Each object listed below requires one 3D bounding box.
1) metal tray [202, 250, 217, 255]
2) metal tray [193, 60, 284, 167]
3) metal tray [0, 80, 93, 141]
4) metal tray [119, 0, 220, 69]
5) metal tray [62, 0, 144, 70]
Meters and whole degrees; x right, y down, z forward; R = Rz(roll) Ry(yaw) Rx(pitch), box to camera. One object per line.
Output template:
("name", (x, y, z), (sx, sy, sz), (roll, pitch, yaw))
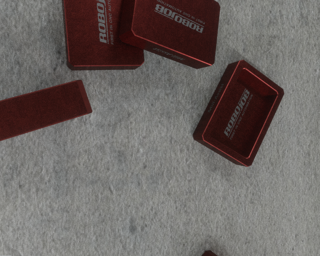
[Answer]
("metal tray", (0.086, 0.252, 0.439), (0.090, 0.030, 0.130), (-45, 105, -15))
("metal tray", (0.116, -0.021, 0.450), (0.090, 0.030, 0.130), (31, 80, -18))
("metal tray", (-0.124, -0.014, 0.308), (0.091, 0.130, 0.030), (-19, 97, -19))
("metal tray", (0.017, -0.136, 0.393), (0.131, 0.030, 0.090), (11, 82, -35))
("metal tray", (-0.071, -0.138, 0.381), (0.091, 0.030, 0.129), (-5, 92, -20))
